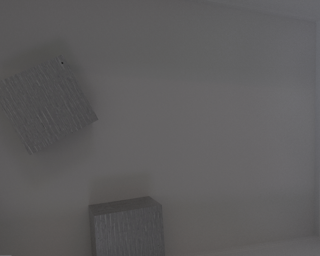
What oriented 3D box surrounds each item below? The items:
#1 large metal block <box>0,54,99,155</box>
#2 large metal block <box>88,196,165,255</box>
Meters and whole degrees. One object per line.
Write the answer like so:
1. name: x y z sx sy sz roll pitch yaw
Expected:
1. large metal block: -0.128 -0.026 0.350 0.080 0.050 0.080 -30 100 -18
2. large metal block: -0.041 0.135 0.382 0.081 0.050 0.079 -4 92 -20
